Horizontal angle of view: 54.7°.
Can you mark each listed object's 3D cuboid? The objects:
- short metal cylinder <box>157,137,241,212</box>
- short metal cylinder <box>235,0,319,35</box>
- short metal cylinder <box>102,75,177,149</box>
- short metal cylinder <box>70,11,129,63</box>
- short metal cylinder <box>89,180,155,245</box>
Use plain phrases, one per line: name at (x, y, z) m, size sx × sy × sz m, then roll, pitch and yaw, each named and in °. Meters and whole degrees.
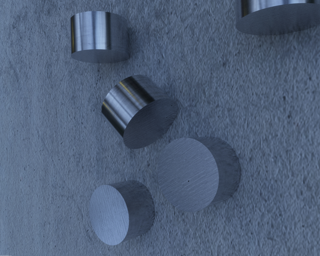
short metal cylinder at (0.044, 0.050, 0.352) m, size 0.080 × 0.050 × 0.080 m, roll 0°, pitch 90°, yaw 40°
short metal cylinder at (0.109, -0.121, 0.279) m, size 0.080 × 0.081 × 0.050 m, roll -2°, pitch 89°, yaw 40°
short metal cylinder at (-0.025, -0.020, 0.390) m, size 0.050 × 0.081 × 0.080 m, roll 47°, pitch 118°, yaw 30°
short metal cylinder at (-0.085, -0.126, 0.440) m, size 0.080 × 0.081 × 0.050 m, roll -3°, pitch 88°, yaw 40°
short metal cylinder at (-0.054, 0.116, 0.433) m, size 0.080 × 0.050 × 0.080 m, roll 0°, pitch 90°, yaw 40°
